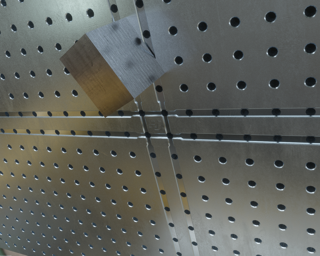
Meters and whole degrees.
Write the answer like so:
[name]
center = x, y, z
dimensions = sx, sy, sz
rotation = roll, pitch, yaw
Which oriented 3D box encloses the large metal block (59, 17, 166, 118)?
[large metal block]
center = -0.051, -0.071, 0.357
dimensions = 0.050, 0.080, 0.080
rotation = -28, 103, 37
